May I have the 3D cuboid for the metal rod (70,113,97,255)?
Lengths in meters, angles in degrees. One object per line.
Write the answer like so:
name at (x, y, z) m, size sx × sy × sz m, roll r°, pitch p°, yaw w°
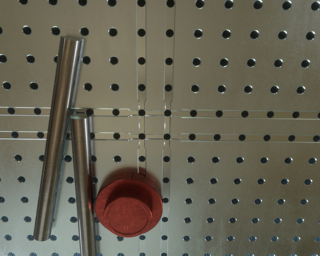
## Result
metal rod at (-0.109, 0.124, 0.457) m, size 0.025 × 0.025 × 0.298 m, roll 1°, pitch 110°, yaw -1°

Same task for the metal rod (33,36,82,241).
metal rod at (-0.143, 0.028, 0.421) m, size 0.025 × 0.025 × 0.298 m, roll 13°, pitch 110°, yaw -5°

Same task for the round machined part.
round machined part at (-0.045, 0.117, 0.447) m, size 0.099 × 0.042 × 0.097 m, roll 0°, pitch 110°, yaw -1°
